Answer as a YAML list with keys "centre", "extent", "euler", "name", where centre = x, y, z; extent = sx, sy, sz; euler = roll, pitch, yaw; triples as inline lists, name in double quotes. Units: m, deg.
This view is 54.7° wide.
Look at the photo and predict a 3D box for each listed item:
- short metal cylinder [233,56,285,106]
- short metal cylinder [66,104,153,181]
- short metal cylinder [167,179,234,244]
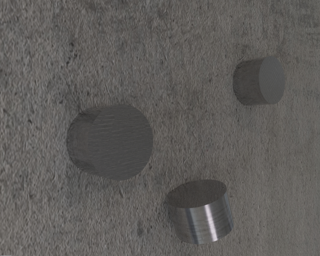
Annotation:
- centre: [0.170, -0.079, 0.530]
  extent: [0.081, 0.050, 0.080]
  euler: [0, 90, -40]
  name: "short metal cylinder"
- centre: [-0.055, 0.015, 0.343]
  extent: [0.081, 0.050, 0.080]
  euler: [0, 90, -40]
  name: "short metal cylinder"
- centre: [0.054, 0.109, 0.414]
  extent: [0.081, 0.080, 0.050]
  euler: [-23, 105, -38]
  name: "short metal cylinder"
